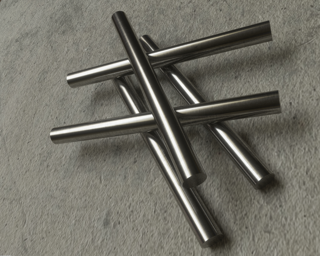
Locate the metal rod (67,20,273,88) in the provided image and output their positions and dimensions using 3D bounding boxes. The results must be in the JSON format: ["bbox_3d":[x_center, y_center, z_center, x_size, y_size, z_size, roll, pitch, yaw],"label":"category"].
[{"bbox_3d":[-0.002,-0.097,0.433,0.301,0.025,0.025,-9,58,23],"label":"metal rod"}]

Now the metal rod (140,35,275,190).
[{"bbox_3d":[0.041,-0.042,0.408,0.025,0.025,0.300,-37,51,3],"label":"metal rod"}]

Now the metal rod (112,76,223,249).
[{"bbox_3d":[-0.009,0.012,0.400,0.025,0.025,0.300,-35,51,5],"label":"metal rod"}]

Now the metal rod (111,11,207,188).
[{"bbox_3d":[-0.015,-0.059,0.384,0.025,0.025,0.299,-30,52,9],"label":"metal rod"}]

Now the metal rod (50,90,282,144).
[{"bbox_3d":[-0.011,-0.008,0.383,0.301,0.025,0.025,-8,58,23],"label":"metal rod"}]
